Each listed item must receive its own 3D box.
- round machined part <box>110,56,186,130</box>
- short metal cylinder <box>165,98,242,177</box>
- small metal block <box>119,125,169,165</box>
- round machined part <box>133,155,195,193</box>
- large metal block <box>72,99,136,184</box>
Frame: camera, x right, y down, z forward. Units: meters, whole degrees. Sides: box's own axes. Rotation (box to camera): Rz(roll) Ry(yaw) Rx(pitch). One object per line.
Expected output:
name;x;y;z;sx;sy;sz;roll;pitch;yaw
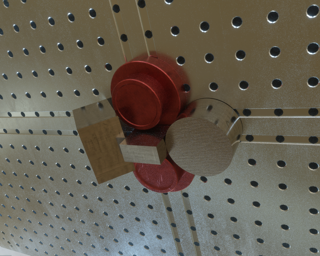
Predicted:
round machined part;-0.021;-0.037;0.389;0.098;0.042;0.097;13;124;21
short metal cylinder;0.053;0.011;0.372;0.080;0.050;0.079;13;124;21
small metal block;-0.014;0.019;0.386;0.050;0.050;0.025;2;119;27
round machined part;0.001;0.051;0.432;0.098;0.042;0.097;13;124;21
large metal block;-0.077;0.015;0.418;0.050;0.080;0.080;-20;115;-12
